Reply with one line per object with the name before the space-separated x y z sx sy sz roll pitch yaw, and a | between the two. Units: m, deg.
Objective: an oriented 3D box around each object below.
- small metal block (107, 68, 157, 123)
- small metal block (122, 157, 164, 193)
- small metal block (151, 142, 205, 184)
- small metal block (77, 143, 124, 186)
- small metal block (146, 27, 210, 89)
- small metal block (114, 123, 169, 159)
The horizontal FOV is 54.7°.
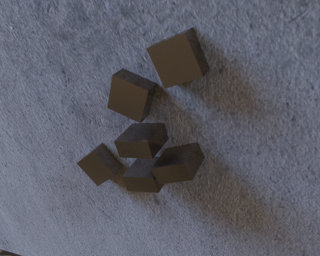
small metal block | -0.037 -0.041 0.399 0.050 0.025 0.050 25 127 12
small metal block | -0.017 0.065 0.438 0.050 0.050 0.025 -3 117 29
small metal block | 0.024 0.046 0.405 0.050 0.050 0.025 -14 111 33
small metal block | -0.095 0.058 0.491 0.050 0.025 0.050 -34 100 38
small metal block | 0.021 -0.077 0.347 0.050 0.025 0.050 -13 112 33
small metal block | -0.024 0.016 0.412 0.050 0.050 0.025 0 118 28
